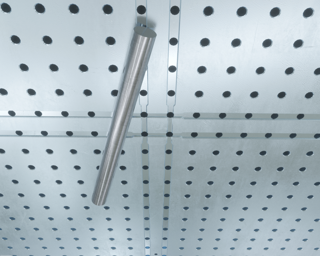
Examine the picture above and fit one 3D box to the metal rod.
[{"bbox_3d":[-0.058,0.008,0.417,0.025,0.025,0.298,13,129,-11],"label":"metal rod"}]
